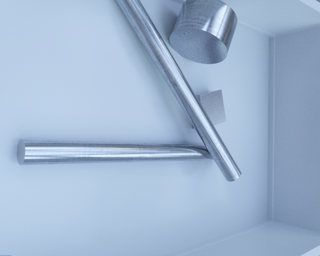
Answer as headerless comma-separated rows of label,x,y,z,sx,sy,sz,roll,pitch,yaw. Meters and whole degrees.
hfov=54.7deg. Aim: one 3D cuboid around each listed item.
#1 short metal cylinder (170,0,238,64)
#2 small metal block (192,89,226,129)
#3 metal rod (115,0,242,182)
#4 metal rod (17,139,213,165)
short metal cylinder,0.059,-0.131,0.422,0.080,0.080,0.050,32,70,-36
small metal block,0.071,-0.029,0.469,0.050,0.025,0.050,-17,101,-39
metal rod,0.031,-0.047,0.415,0.025,0.025,0.299,-45,111,-31
metal rod,-0.018,0.031,0.393,0.302,0.025,0.025,4,88,-40
